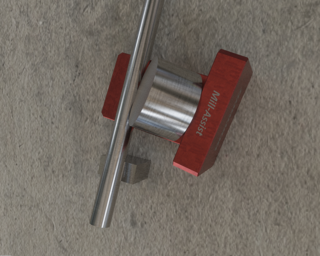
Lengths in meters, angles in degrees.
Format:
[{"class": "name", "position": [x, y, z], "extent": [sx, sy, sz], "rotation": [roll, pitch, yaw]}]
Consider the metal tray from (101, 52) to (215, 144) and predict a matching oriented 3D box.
[{"class": "metal tray", "position": [-0.004, -0.039, 0.408], "extent": [0.130, 0.030, 0.089], "rotation": [19, 96, 18]}]

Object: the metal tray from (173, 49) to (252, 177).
[{"class": "metal tray", "position": [0.063, -0.015, 0.353], "extent": [0.030, 0.090, 0.129], "rotation": [24, 98, 18]}]

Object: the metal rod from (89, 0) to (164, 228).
[{"class": "metal rod", "position": [-0.038, -0.030, 0.381], "extent": [0.025, 0.025, 0.298], "rotation": [11, 85, 19]}]

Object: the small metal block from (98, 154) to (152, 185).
[{"class": "small metal block", "position": [-0.046, 0.052, 0.412], "extent": [0.050, 0.050, 0.025], "rotation": [14, 95, 19]}]

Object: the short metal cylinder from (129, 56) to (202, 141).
[{"class": "short metal cylinder", "position": [0.004, -0.031, 0.340], "extent": [0.050, 0.080, 0.080], "rotation": [20, 98, -15]}]
